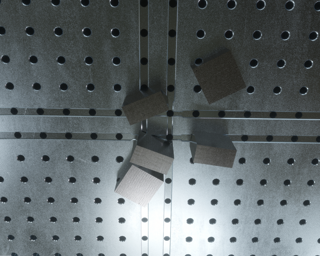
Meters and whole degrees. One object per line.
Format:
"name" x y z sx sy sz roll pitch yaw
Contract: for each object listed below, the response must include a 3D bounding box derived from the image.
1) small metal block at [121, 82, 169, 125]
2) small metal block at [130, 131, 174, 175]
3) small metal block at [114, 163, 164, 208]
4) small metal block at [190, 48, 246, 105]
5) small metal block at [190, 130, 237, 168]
"small metal block" -0.017 -0.032 0.388 0.050 0.050 0.025 -22 109 8
"small metal block" -0.010 0.032 0.412 0.050 0.050 0.025 21 109 -8
"small metal block" -0.029 0.077 0.442 0.050 0.025 0.050 31 107 -11
"small metal block" 0.073 -0.065 0.390 0.050 0.025 0.050 -26 108 9
"small metal block" 0.069 0.027 0.410 0.050 0.050 0.025 9 110 -3
